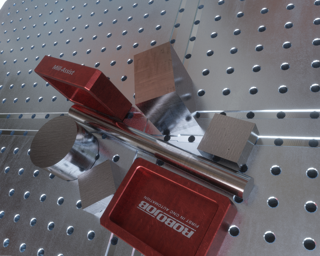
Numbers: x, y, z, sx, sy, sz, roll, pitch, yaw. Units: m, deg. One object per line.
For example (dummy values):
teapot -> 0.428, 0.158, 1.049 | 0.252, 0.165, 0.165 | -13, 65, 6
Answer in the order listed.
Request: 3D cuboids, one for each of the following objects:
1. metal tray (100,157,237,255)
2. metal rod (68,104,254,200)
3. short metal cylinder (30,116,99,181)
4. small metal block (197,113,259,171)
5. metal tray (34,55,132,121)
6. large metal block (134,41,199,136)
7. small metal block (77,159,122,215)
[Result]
metal tray -> 0.006, 0.096, 0.342 | 0.130, 0.030, 0.090 | 20, 72, 35
metal rod -> -0.022, 0.018, 0.408 | 0.300, 0.025, 0.025 | 21, 73, 36
short metal cylinder -> -0.137, 0.029, 0.445 | 0.080, 0.050, 0.080 | -13, 56, 21
small metal block -> 0.079, 0.015, 0.357 | 0.050, 0.025, 0.050 | 19, 71, 35
metal tray -> -0.114, -0.060, 0.462 | 0.130, 0.090, 0.030 | 20, 73, 35
large metal block -> 0.008, -0.048, 0.400 | 0.050, 0.080, 0.080 | -17, 55, 19
small metal block -> -0.076, 0.076, 0.402 | 0.050, 0.025, 0.050 | -28, 52, 10
